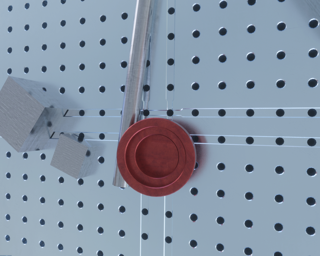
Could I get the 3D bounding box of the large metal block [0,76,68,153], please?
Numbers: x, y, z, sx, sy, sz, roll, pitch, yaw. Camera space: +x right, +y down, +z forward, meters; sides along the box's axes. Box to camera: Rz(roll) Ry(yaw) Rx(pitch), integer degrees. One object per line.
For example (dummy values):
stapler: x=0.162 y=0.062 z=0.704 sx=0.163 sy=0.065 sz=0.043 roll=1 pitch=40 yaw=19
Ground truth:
large metal block: x=-0.203 y=-0.020 z=0.471 sx=0.080 sy=0.050 sz=0.080 roll=38 pitch=102 yaw=16

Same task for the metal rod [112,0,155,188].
metal rod: x=-0.034 y=-0.068 z=0.424 sx=0.025 sy=0.025 sz=0.298 roll=9 pitch=93 yaw=20

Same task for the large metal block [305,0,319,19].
large metal block: x=0.199 y=-0.165 z=0.329 sx=0.080 sy=0.050 sz=0.080 roll=-34 pitch=79 yaw=16

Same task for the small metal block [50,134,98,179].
small metal block: x=-0.127 y=0.041 z=0.457 sx=0.050 sy=0.025 sz=0.050 roll=23 pitch=98 yaw=18

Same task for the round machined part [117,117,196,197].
round machined part: x=-0.002 y=0.035 z=0.399 sx=0.098 sy=0.042 sz=0.097 roll=0 pitch=91 yaw=11
